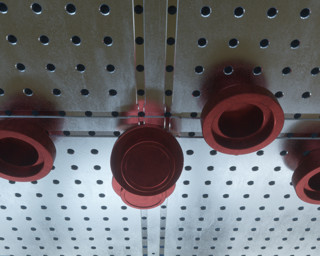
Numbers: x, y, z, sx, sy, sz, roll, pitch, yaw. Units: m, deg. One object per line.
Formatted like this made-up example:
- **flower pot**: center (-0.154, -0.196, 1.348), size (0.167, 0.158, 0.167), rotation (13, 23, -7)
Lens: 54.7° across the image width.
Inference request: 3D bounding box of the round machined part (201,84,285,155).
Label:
- **round machined part**: center (0.100, -0.015, 0.390), size (0.099, 0.042, 0.097), rotation (-1, 130, 0)

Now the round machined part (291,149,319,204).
- **round machined part**: center (0.247, 0.068, 0.463), size (0.099, 0.042, 0.097), rotation (-1, 130, 0)

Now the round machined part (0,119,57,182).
- **round machined part**: center (-0.191, 0.026, 0.420), size (0.099, 0.042, 0.097), rotation (-1, 130, 0)

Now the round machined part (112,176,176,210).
- **round machined part**: center (-0.025, 0.088, 0.476), size (0.099, 0.042, 0.097), rotation (-1, 130, 0)

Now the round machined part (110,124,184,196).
- **round machined part**: center (-0.016, 0.046, 0.412), size (0.099, 0.042, 0.097), rotation (-1, 101, -5)
